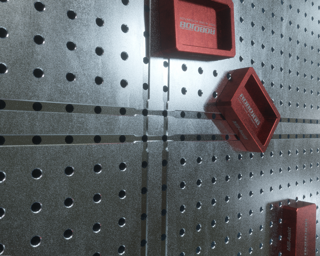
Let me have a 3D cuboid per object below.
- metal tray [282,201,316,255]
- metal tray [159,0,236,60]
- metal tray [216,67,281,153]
[{"bbox_3d":[0.298,0.228,0.661,0.091,0.030,0.129,3,88,-40],"label":"metal tray"},{"bbox_3d":[0.059,-0.151,0.456,0.131,0.030,0.089,-6,94,-40],"label":"metal tray"},{"bbox_3d":[0.159,-0.030,0.541,0.130,0.030,0.090,49,61,-29],"label":"metal tray"}]
